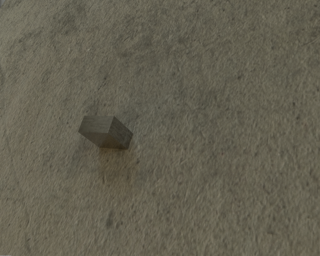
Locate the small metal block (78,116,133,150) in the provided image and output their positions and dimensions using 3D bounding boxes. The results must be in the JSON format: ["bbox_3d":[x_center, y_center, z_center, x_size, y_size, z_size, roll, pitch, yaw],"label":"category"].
[{"bbox_3d":[-0.073,0.006,0.424,0.050,0.050,0.025,1,63,29],"label":"small metal block"}]
